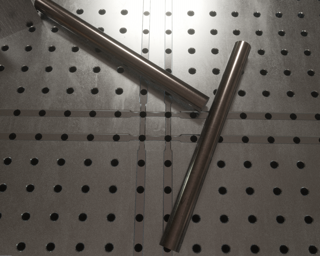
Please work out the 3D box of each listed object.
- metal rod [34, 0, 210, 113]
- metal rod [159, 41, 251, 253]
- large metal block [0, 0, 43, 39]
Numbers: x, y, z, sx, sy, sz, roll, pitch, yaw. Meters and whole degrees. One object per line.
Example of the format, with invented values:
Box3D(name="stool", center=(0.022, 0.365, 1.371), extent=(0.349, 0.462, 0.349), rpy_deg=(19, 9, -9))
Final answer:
Box3D(name="metal rod", center=(-0.062, -0.113, 0.452), extent=(0.301, 0.025, 0.025), rpy_deg=(33, 73, 11))
Box3D(name="metal rod", center=(0.066, 0.010, 0.408), extent=(0.025, 0.025, 0.300), rpy_deg=(21, 71, 7))
Box3D(name="large metal block", center=(-0.231, -0.182, 0.446), extent=(0.080, 0.080, 0.050), rpy_deg=(-27, 73, -10))
